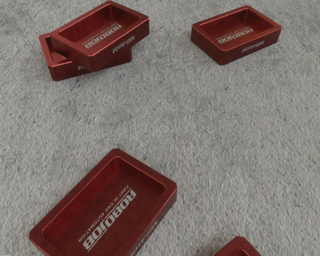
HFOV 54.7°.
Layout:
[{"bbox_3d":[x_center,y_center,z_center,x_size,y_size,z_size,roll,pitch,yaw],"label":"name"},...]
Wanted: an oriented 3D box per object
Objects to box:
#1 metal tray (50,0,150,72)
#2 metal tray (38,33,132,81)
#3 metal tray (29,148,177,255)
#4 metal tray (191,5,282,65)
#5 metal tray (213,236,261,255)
[{"bbox_3d":[-0.090,-0.147,0.482,0.090,0.030,0.131,31,56,23],"label":"metal tray"},{"bbox_3d":[-0.122,-0.130,0.508,0.131,0.030,0.090,-18,53,-15],"label":"metal tray"},{"bbox_3d":[-0.053,0.091,0.323,0.090,0.030,0.131,28,55,22],"label":"metal tray"},{"bbox_3d":[0.131,-0.164,0.538,0.131,0.030,0.090,-25,55,-20],"label":"metal tray"},{"bbox_3d":[0.080,0.170,0.257,0.091,0.030,0.130,-30,56,-23],"label":"metal tray"}]
